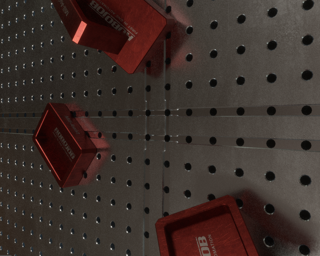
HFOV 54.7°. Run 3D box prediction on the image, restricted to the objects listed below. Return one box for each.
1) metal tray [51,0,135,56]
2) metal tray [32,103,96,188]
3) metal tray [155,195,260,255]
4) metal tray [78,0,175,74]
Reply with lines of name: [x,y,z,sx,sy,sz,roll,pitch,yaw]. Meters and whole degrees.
metal tray: [-0.093,-0.156,0.431,0.030,0.091,0.130,-53,53,30]
metal tray: [-0.172,0.028,0.544,0.130,0.030,0.089,48,118,29]
metal tray: [0.051,0.136,0.296,0.090,0.030,0.130,-21,40,5]
metal tray: [-0.056,-0.148,0.419,0.130,0.030,0.090,42,118,6]
